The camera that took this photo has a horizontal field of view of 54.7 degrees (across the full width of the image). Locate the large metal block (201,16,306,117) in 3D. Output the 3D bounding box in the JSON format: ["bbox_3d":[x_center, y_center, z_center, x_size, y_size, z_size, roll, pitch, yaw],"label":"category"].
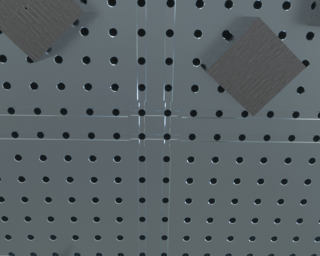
[{"bbox_3d":[0.109,-0.075,0.374,0.080,0.050,0.080,40,105,-14],"label":"large metal block"}]

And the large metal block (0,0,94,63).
[{"bbox_3d":[-0.137,-0.134,0.349,0.080,0.050,0.080,-41,106,13],"label":"large metal block"}]

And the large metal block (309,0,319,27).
[{"bbox_3d":[0.228,-0.151,0.348,0.081,0.050,0.079,5,110,-3],"label":"large metal block"}]
